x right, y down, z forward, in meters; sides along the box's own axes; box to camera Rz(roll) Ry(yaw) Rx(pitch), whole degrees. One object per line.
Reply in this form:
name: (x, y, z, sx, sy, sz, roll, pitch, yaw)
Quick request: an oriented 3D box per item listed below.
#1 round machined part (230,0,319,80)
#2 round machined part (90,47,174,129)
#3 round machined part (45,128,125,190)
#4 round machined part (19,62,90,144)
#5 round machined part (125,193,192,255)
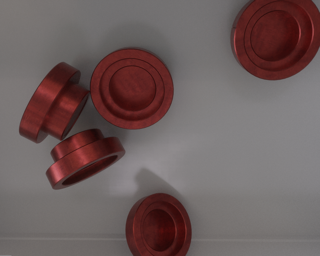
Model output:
round machined part: (0.131, -0.108, 0.363, 0.099, 0.042, 0.097, 0, 110, 0)
round machined part: (-0.033, -0.051, 0.383, 0.099, 0.042, 0.097, 0, 110, 0)
round machined part: (-0.097, 0.035, 0.391, 0.098, 0.098, 0.042, -32, 79, 11)
round machined part: (-0.117, -0.024, 0.362, 0.042, 0.098, 0.097, 29, 107, -8)
round machined part: (-0.006, 0.144, 0.436, 0.098, 0.098, 0.042, 44, 140, -14)
